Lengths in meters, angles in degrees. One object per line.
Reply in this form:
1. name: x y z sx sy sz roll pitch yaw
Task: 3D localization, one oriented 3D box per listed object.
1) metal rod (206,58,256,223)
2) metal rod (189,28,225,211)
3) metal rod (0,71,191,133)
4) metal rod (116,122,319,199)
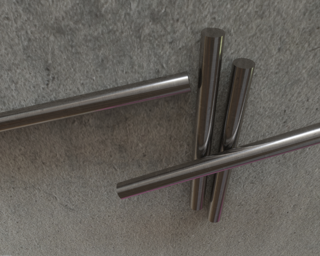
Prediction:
1. metal rod: 0.094 0.041 0.443 0.025 0.025 0.298 0 130 0
2. metal rod: 0.058 0.014 0.419 0.025 0.025 0.298 -1 130 0
3. metal rod: -0.112 -0.025 0.383 0.301 0.025 0.025 -11 129 9
4. metal rod: 0.081 0.045 0.412 0.301 0.025 0.025 -19 128 14
